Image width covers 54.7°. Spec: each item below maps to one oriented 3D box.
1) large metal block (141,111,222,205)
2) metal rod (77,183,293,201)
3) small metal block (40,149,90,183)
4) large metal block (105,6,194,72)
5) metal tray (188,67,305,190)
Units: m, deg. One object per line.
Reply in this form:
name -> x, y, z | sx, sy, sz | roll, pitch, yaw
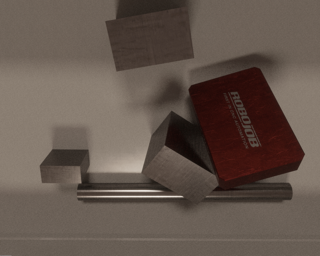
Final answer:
large metal block -> 0.030, 0.035, 0.390 | 0.080, 0.080, 0.050 | 32, 120, -11
metal rod -> 0.035, 0.091, 0.445 | 0.302, 0.025, 0.025 | 0, 110, -1
small metal block -> -0.126, 0.050, 0.415 | 0.050, 0.050, 0.025 | 1, 110, -1
large metal block -> -0.009, -0.101, 0.345 | 0.080, 0.080, 0.050 | -9, 110, 3
metal tray -> 0.094, -0.004, 0.359 | 0.090, 0.130, 0.030 | -16, 148, 3
